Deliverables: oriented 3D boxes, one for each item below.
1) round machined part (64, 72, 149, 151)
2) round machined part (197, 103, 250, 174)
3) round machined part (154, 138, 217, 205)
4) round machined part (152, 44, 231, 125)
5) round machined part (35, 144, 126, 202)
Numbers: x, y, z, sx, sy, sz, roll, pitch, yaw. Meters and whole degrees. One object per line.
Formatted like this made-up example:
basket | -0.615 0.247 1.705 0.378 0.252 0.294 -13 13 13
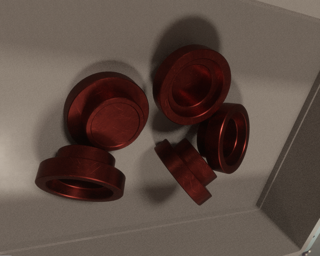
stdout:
round machined part | -0.058 -0.012 0.360 0.099 0.042 0.097 -14 125 -21
round machined part | 0.087 0.013 0.437 0.099 0.042 0.097 -16 110 -50
round machined part | 0.039 0.052 0.416 0.042 0.098 0.098 -39 130 1
round machined part | 0.035 -0.056 0.384 0.099 0.042 0.097 -14 125 -21
round machined part | -0.089 0.052 0.361 0.099 0.042 0.098 4 152 2
